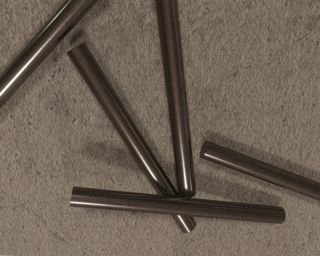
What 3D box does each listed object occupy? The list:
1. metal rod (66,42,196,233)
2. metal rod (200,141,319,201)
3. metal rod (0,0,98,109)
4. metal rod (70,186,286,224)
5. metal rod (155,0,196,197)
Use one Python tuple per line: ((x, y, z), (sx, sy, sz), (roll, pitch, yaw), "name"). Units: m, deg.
((-0.029, 0.026, 0.418), (0.025, 0.025, 0.299), (-28, 108, 9), "metal rod")
((0.200, 0.081, 0.442), (0.302, 0.025, 0.025), (20, 109, -8), "metal rod")
((-0.158, -0.084, 0.376), (0.299, 0.025, 0.025), (-42, 105, 13), "metal rod")
((0.034, 0.108, 0.425), (0.302, 0.025, 0.025), (9, 110, -14), "metal rod")
((0.021, -0.045, 0.393), (0.025, 0.025, 0.298), (-7, 110, 2), "metal rod")
